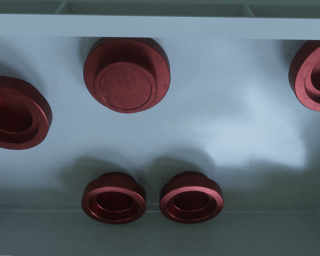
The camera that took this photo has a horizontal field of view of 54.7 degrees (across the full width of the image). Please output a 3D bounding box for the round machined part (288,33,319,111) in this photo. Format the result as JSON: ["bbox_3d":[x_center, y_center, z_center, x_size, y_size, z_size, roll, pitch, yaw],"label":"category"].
[{"bbox_3d":[0.192,-0.068,0.341,0.099,0.042,0.097,0,130,0],"label":"round machined part"}]

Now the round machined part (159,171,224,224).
[{"bbox_3d":[0.048,0.106,0.488,0.099,0.042,0.097,0,130,0],"label":"round machined part"}]

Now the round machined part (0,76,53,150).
[{"bbox_3d":[-0.181,-0.022,0.377,0.099,0.042,0.097,0,130,0],"label":"round machined part"}]

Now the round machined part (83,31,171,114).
[{"bbox_3d":[-0.037,-0.055,0.351,0.099,0.042,0.097,0,130,0],"label":"round machined part"}]

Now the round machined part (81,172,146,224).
[{"bbox_3d":[-0.070,0.107,0.488,0.099,0.042,0.097,0,130,0],"label":"round machined part"}]
